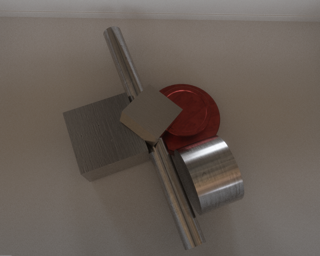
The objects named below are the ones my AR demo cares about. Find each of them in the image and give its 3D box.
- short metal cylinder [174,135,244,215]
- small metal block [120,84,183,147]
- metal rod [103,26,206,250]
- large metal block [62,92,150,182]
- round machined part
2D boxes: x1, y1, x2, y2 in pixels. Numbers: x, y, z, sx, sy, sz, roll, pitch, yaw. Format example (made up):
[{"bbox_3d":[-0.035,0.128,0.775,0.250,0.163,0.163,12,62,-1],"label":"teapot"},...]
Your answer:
[{"bbox_3d":[0.055,0.054,0.360,0.050,0.080,0.080,-20,72,-7],"label":"short metal cylinder"},{"bbox_3d":[-0.010,-0.015,0.362,0.050,0.025,0.050,38,63,5],"label":"small metal block"},{"bbox_3d":[-0.014,-0.002,0.386,0.025,0.025,0.299,-20,71,-7],"label":"metal rod"},{"bbox_3d":[-0.065,0.012,0.387,0.081,0.050,0.080,-19,71,-7],"label":"large metal block"},{"bbox_3d":[0.030,-0.015,0.404,0.099,0.042,0.098,0,70,-1],"label":"round machined part"}]
